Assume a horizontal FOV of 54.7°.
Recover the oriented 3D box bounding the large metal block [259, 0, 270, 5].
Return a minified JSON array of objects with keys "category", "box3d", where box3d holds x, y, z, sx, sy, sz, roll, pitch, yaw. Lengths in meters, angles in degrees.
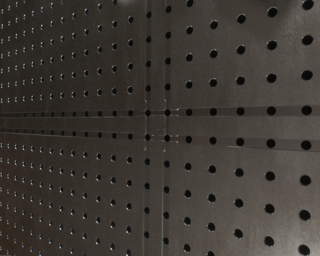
[{"category":"large metal block","box3d":[0.093,-0.187,0.316,0.080,0.050,0.080,44,116,30]}]
